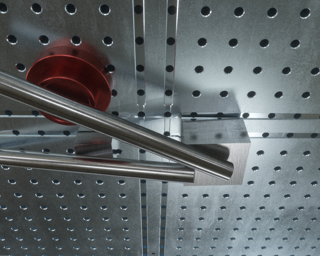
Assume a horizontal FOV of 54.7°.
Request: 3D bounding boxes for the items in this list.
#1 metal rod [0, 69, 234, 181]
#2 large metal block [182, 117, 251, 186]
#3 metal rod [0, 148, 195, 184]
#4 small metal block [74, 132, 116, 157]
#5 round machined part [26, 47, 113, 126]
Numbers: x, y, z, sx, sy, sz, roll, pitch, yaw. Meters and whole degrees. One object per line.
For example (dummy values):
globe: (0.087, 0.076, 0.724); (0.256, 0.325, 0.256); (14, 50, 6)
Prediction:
metal rod: (-0.050, -0.001, 0.347); (0.302, 0.025, 0.025); (22, 127, -15)
large metal block: (0.072, 0.033, 0.421); (0.081, 0.050, 0.079); (-2, 130, 1)
metal rod: (-0.105, 0.049, 0.415); (0.301, 0.025, 0.025); (4, 131, 10)
small metal block: (-0.090, 0.032, 0.438); (0.050, 0.025, 0.050); (0, 130, 0)
round machined part: (-0.107, -0.041, 0.363); (0.099, 0.042, 0.097); (-1, 130, 0)
